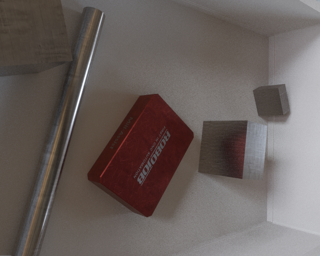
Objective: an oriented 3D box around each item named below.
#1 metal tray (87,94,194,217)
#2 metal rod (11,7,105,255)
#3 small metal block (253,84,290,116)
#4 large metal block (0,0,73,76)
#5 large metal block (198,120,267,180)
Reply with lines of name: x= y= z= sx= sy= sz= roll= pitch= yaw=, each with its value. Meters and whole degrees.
metal tray: x=-0.018 y=0.033 z=0.390 sx=0.090 sy=0.030 sz=0.130 roll=46 pitch=63 yaw=-31
metal rod: x=-0.106 y=0.015 z=0.319 sx=0.025 sy=0.025 sz=0.299 roll=21 pitch=77 yaw=-39
small metal block: x=0.203 y=-0.050 z=0.564 sx=0.025 sy=0.050 sz=0.050 roll=-27 pitch=108 yaw=-37
large metal block: x=-0.133 y=-0.072 z=0.260 sx=0.081 sy=0.080 sz=0.050 roll=-16 pitch=101 yaw=-39
large metal block: x=0.108 y=0.032 z=0.464 sx=0.050 sy=0.080 sz=0.080 roll=11 pitch=83 yaw=-40
